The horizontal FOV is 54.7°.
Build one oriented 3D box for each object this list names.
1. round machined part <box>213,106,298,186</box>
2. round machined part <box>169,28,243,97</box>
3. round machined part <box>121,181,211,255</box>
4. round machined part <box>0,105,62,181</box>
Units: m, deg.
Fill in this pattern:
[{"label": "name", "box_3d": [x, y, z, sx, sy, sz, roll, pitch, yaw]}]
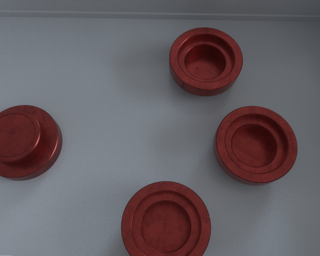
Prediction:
[{"label": "round machined part", "box_3d": [0.117, 0.025, 0.393, 0.099, 0.042, 0.098, 0, 70, -1]}, {"label": "round machined part", "box_3d": [0.062, -0.088, 0.433, 0.099, 0.042, 0.098, 0, 70, -1]}, {"label": "round machined part", "box_3d": [0.007, 0.114, 0.358, 0.099, 0.042, 0.098, 1, 68, -1]}, {"label": "round machined part", "box_3d": [-0.179, 0.015, 0.393, 0.099, 0.042, 0.098, 0, 70, -1]}]
